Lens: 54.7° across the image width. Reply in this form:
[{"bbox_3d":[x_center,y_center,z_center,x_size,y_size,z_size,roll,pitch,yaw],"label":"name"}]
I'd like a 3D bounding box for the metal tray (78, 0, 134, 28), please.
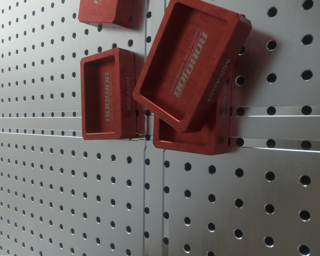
[{"bbox_3d":[-0.077,-0.222,0.467,0.090,0.030,0.129,17,101,38],"label":"metal tray"}]

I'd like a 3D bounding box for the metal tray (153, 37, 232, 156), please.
[{"bbox_3d":[0.037,-0.037,0.373,0.090,0.030,0.129,5,93,39],"label":"metal tray"}]

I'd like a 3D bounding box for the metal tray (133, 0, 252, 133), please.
[{"bbox_3d":[0.029,-0.071,0.340,0.090,0.030,0.129,37,112,33],"label":"metal tray"}]

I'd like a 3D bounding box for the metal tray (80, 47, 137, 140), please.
[{"bbox_3d":[-0.080,-0.047,0.469,0.090,0.030,0.129,-3,88,39],"label":"metal tray"}]
